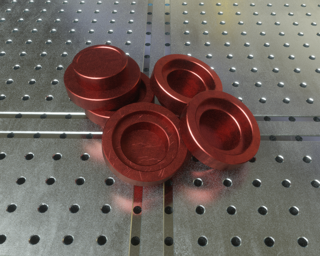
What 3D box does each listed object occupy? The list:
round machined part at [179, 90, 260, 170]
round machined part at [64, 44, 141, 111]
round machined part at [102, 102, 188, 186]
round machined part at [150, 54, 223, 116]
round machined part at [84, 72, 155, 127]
[{"bbox_3d":[0.068,0.006,0.377,0.099,0.042,0.098,11,59,-18],"label":"round machined part"},{"bbox_3d":[-0.075,-0.071,0.400,0.099,0.042,0.098,0,50,0],"label":"round machined part"},{"bbox_3d":[-0.019,0.022,0.367,0.099,0.042,0.098,5,64,-9],"label":"round machined part"},{"bbox_3d":[0.033,-0.055,0.431,0.099,0.042,0.098,11,50,-13],"label":"round machined part"},{"bbox_3d":[-0.056,-0.037,0.426,0.099,0.042,0.098,0,50,0],"label":"round machined part"}]
